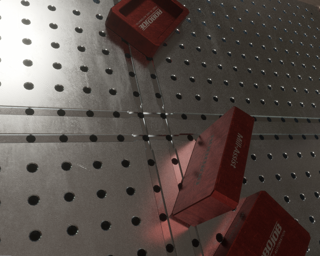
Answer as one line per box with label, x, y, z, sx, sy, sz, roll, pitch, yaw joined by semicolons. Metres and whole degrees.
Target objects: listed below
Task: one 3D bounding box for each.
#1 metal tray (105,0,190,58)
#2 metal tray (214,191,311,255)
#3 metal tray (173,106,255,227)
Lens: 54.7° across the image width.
metal tray;-0.017;-0.182;0.508;0.090;0.030;0.130;37;51;-4
metal tray;0.127;0.153;0.382;0.090;0.030;0.131;44;51;2
metal tray;0.066;0.045;0.376;0.030;0.090;0.130;31;52;-9
